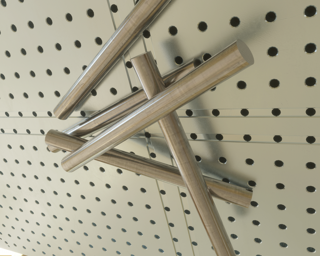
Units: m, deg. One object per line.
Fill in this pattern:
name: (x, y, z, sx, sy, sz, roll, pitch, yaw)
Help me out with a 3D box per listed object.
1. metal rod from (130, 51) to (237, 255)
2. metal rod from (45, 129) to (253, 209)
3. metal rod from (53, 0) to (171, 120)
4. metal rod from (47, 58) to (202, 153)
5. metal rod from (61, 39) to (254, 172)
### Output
metal rod: (0.036, 0.050, 0.383, 0.025, 0.025, 0.299, -13, 110, 33)
metal rod: (-0.024, 0.054, 0.436, 0.301, 0.025, 0.025, 16, 125, 12)
metal rod: (-0.058, -0.095, 0.381, 0.025, 0.025, 0.299, 48, 128, -6)
metal rod: (-0.067, -0.019, 0.432, 0.299, 0.025, 0.025, -24, 106, 36)
metal rod: (-0.029, -0.006, 0.354, 0.299, 0.025, 0.025, -30, 102, 38)
